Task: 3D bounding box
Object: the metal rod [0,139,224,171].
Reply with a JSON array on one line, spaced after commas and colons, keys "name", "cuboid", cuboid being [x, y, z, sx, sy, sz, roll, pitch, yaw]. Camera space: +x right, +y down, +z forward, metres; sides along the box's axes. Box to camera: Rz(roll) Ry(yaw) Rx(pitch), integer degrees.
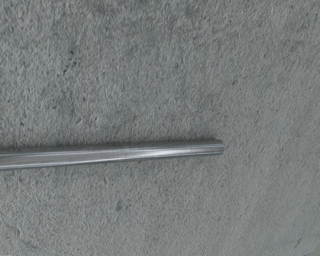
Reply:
[{"name": "metal rod", "cuboid": [-0.043, 0.032, 0.401, 0.302, 0.025, 0.025, -1, 119, -28]}]
